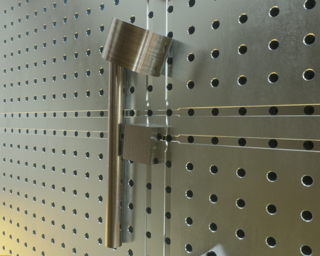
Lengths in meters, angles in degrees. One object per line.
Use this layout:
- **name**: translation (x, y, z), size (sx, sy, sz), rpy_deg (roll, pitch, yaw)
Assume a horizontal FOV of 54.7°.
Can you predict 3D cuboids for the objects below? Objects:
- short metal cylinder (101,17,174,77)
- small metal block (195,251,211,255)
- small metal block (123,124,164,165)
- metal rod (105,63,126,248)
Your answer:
- **short metal cylinder**: translation (-0.029, -0.104, 0.398), size (0.080, 0.081, 0.050), rpy_deg (32, 110, 35)
- **small metal block**: translation (0.044, 0.184, 0.373), size (0.050, 0.025, 0.050), rpy_deg (-36, 68, 34)
- **small metal block**: translation (-0.024, 0.021, 0.429), size (0.050, 0.025, 0.050), rpy_deg (7, 95, 39)
- **metal rod**: translation (-0.066, 0.027, 0.464), size (0.025, 0.025, 0.298), rpy_deg (2, 92, 40)
